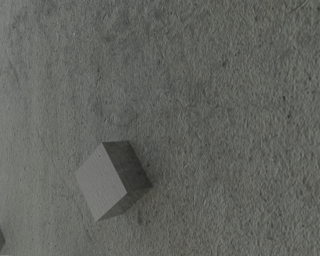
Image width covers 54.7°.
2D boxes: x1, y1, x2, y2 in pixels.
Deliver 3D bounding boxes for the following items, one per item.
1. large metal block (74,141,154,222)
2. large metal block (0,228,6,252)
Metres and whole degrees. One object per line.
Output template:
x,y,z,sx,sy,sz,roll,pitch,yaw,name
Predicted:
-0.068,0.075,0.445,0.080,0.050,0.080,-46,63,30,large metal block
-0.419,0.277,0.716,0.050,0.081,0.080,49,119,29,large metal block
